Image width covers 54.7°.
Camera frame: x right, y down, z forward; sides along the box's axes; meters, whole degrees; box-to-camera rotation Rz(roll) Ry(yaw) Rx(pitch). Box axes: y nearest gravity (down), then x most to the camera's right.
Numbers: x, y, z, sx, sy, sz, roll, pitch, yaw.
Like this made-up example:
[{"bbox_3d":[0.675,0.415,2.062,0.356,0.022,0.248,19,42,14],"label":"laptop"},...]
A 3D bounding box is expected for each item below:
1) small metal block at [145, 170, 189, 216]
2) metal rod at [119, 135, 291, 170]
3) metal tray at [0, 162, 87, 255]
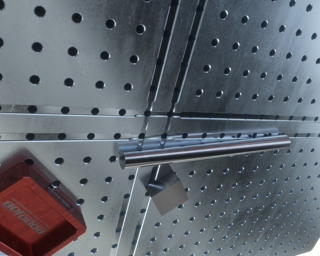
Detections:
[{"bbox_3d":[0.011,0.101,0.480,0.050,0.025,0.050,-30,129,-9],"label":"small metal block"},{"bbox_3d":[0.085,0.033,0.477,0.303,0.025,0.025,-4,120,-27],"label":"metal rod"},{"bbox_3d":[-0.165,0.113,0.387,0.090,0.030,0.130,-34,129,-6],"label":"metal tray"}]
